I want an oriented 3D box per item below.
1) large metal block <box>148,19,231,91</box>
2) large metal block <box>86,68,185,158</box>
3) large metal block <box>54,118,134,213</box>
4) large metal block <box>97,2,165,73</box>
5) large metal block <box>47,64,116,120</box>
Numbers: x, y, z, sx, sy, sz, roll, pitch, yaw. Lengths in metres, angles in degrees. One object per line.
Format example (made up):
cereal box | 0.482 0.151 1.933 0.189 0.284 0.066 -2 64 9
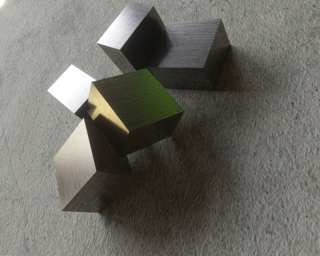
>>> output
large metal block | 0.042 -0.100 0.427 0.080 0.050 0.080 8 66 31
large metal block | -0.032 -0.021 0.380 0.081 0.050 0.080 -22 62 -35
large metal block | -0.086 0.048 0.385 0.080 0.050 0.080 -47 47 27
large metal block | -0.032 -0.126 0.463 0.050 0.080 0.080 26 76 37
large metal block | -0.098 -0.035 0.440 0.080 0.080 0.050 34 81 39
